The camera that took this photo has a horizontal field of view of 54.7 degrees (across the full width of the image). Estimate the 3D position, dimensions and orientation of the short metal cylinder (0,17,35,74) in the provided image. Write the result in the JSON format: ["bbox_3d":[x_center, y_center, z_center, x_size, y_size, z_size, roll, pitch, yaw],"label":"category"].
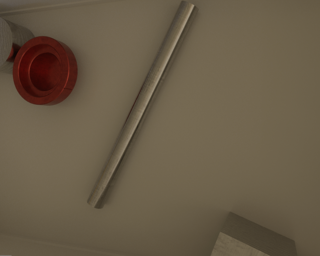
[{"bbox_3d":[-0.241,-0.126,0.480,0.080,0.050,0.079,0,90,19],"label":"short metal cylinder"}]

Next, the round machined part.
[{"bbox_3d":[-0.163,-0.081,0.457,0.098,0.042,0.097,0,90,19],"label":"round machined part"}]

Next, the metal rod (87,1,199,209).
[{"bbox_3d":[-0.027,-0.024,0.418,0.025,0.025,0.298,29,99,17],"label":"metal rod"}]

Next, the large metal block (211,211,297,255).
[{"bbox_3d":[0.102,0.143,0.345,0.080,0.080,0.050,22,97,18],"label":"large metal block"}]
